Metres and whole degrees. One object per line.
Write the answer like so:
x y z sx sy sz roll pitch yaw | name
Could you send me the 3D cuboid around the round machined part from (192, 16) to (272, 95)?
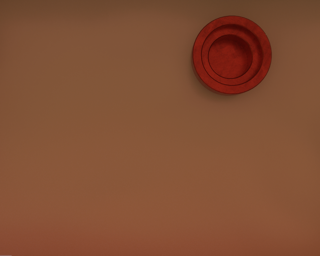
0.089 -0.091 0.403 0.099 0.042 0.097 0 90 0 | round machined part
